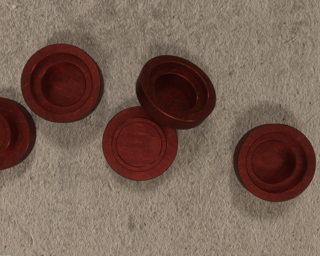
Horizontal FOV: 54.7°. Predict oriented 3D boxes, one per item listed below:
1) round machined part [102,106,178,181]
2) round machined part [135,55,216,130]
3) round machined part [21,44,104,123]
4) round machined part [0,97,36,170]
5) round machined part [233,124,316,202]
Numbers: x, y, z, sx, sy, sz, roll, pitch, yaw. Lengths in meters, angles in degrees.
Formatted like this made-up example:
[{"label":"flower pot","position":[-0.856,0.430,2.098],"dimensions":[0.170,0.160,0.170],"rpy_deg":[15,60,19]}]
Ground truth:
[{"label":"round machined part","position":[-0.026,0.020,0.401],"dimensions":[0.099,0.042,0.097],"rpy_deg":[0,90,-1]},{"label":"round machined part","position":[0.016,-0.040,0.386],"dimensions":[0.099,0.042,0.098],"rpy_deg":[11,56,-18]},{"label":"round machined part","position":[-0.121,-0.055,0.400],"dimensions":[0.099,0.042,0.097],"rpy_deg":[0,90,-1]},{"label":"round machined part","position":[-0.217,0.007,0.399],"dimensions":[0.099,0.042,0.097],"rpy_deg":[0,90,-1]},{"label":"round machined part","position":[0.144,0.043,0.403],"dimensions":[0.099,0.042,0.097],"rpy_deg":[0,90,-1]}]
